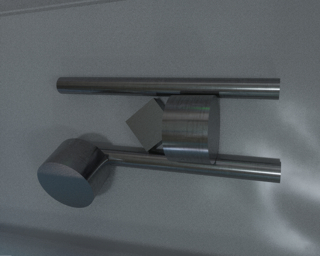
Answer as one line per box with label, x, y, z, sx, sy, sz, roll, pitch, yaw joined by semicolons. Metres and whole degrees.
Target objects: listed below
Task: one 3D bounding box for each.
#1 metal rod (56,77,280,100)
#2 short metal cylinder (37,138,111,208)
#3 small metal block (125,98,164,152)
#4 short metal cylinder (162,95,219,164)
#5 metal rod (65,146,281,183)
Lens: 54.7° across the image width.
metal rod;-0.003;-0.054;0.409;0.301;0.025;0.025;4;91;19
short metal cylinder;-0.114;0.061;0.416;0.080;0.050;0.079;10;127;14
small metal block;-0.009;-0.004;0.411;0.050;0.025;0.050;-39;78;15
short metal cylinder;0.039;0.001;0.365;0.050;0.080;0.079;2;91;20
metal rod;-0.002;0.043;0.408;0.301;0.025;0.025;3;91;19
